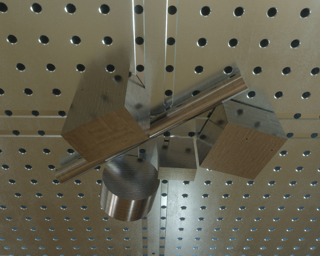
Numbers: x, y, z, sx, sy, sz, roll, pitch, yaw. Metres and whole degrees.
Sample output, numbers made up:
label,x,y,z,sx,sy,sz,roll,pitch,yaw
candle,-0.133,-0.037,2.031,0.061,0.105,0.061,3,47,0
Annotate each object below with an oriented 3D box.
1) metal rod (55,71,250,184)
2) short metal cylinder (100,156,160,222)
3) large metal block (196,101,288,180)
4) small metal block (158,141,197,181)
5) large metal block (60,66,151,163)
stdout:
label,x,y,z,sx,sy,sz,roll,pitch,yaw
metal rod,-0.025,0.008,0.418,0.300,0.025,0.025,-27,125,21
short metal cylinder,-0.045,0.086,0.448,0.081,0.080,0.050,9,130,-8
large metal block,0.103,0.016,0.407,0.081,0.050,0.079,15,129,-13
small metal block,0.023,0.046,0.435,0.050,0.050,0.025,4,130,-4
large metal block,-0.059,-0.016,0.362,0.080,0.080,0.050,-22,127,17
